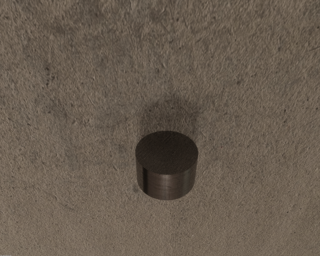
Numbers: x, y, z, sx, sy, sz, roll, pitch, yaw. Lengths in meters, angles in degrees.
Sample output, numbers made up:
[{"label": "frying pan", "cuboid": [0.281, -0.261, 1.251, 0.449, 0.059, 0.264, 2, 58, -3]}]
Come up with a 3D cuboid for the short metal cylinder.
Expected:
[{"label": "short metal cylinder", "cuboid": [0.009, 0.048, 0.413, 0.081, 0.080, 0.050, 0, 130, -1]}]
